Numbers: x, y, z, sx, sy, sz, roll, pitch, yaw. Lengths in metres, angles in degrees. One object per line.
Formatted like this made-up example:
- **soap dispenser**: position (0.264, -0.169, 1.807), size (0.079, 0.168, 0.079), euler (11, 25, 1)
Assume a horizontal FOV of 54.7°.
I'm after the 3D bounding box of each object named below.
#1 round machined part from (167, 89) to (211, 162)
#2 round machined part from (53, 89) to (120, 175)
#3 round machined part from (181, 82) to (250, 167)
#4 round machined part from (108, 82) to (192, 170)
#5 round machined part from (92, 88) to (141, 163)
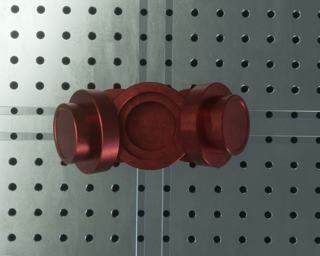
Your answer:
- **round machined part**: position (0.043, -0.003, 0.405), size (0.099, 0.042, 0.097), euler (0, 90, -1)
- **round machined part**: position (-0.089, 0.005, 0.353), size (0.042, 0.098, 0.097), euler (-6, 90, -38)
- **round machined part**: position (0.069, -0.004, 0.355), size (0.042, 0.099, 0.097), euler (0, 90, 40)
- **round machined part**: position (-0.011, -0.002, 0.362), size (0.099, 0.042, 0.097), euler (0, 90, -1)
- **round machined part**: position (-0.055, -0.003, 0.404), size (0.099, 0.042, 0.097), euler (0, 90, -1)
